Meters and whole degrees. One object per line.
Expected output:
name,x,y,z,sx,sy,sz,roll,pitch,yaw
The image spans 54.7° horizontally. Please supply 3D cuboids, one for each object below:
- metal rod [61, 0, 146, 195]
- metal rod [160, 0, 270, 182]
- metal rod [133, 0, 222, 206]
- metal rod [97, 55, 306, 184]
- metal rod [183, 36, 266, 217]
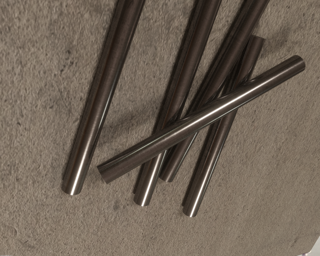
metal rod,-0.059,-0.052,0.343,0.025,0.025,0.298,9,114,-33
metal rod,0.070,-0.055,0.413,0.025,0.025,0.298,14,111,-34
metal rod,0.016,-0.023,0.403,0.025,0.025,0.298,4,116,-31
metal rod,0.060,-0.016,0.397,0.302,0.025,0.025,-29,129,-10
metal rod,0.088,0.011,0.464,0.025,0.025,0.298,1,118,-30
